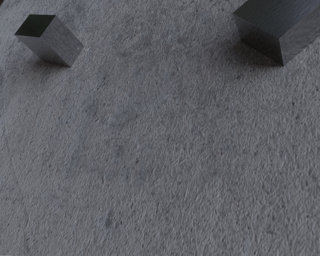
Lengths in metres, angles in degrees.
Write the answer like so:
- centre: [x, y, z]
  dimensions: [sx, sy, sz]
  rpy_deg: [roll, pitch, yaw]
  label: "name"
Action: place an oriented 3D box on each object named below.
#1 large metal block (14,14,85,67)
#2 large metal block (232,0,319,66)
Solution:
- centre: [-0.204, -0.162, 0.575]
  dimensions: [0.080, 0.080, 0.050]
  rpy_deg: [16, 70, 34]
  label: "large metal block"
- centre: [0.154, -0.138, 0.391]
  dimensions: [0.080, 0.050, 0.080]
  rpy_deg: [-41, 51, 0]
  label: "large metal block"
